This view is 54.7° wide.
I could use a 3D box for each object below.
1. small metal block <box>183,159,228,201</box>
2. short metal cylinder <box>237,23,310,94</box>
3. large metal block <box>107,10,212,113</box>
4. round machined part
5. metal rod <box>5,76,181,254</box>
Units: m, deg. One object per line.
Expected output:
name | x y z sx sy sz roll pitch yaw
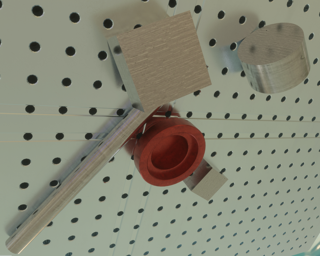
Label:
small metal block | 0.076 0.086 0.508 0.050 0.025 0.050 -49 129 6
short metal cylinder | 0.148 -0.091 0.403 0.080 0.080 0.050 -38 130 -3
large metal block | -0.001 -0.071 0.336 0.081 0.050 0.080 -24 107 -14
round machined part | 0.010 0.029 0.425 0.099 0.042 0.097 -14 124 -21
metal rod | -0.086 0.046 0.394 0.300 0.025 0.025 -46 130 3
